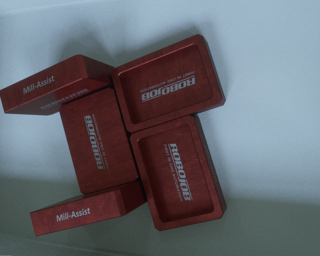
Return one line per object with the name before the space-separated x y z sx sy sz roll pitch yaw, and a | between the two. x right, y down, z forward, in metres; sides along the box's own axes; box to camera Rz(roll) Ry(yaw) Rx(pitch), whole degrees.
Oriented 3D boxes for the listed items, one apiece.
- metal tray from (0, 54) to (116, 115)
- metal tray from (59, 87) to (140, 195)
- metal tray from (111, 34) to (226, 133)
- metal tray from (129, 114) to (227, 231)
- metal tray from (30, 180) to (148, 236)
metal tray | -0.132 -0.053 0.417 0.130 0.090 0.030 -19 84 18
metal tray | -0.081 0.019 0.432 0.090 0.030 0.129 -18 84 18
metal tray | 0.009 -0.054 0.402 0.130 0.030 0.090 -18 84 18
metal tray | 0.022 0.057 0.397 0.090 0.030 0.129 -18 84 18
metal tray | -0.086 0.100 0.402 0.130 0.090 0.030 -18 84 18
